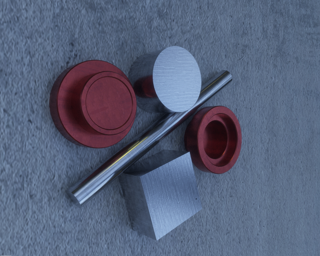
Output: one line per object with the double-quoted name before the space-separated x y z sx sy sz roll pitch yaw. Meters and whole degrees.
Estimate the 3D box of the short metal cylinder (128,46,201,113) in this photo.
"short metal cylinder" 0.007 -0.059 0.395 0.081 0.050 0.079 0 90 -40

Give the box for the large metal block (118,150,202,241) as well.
"large metal block" 0.001 0.079 0.392 0.081 0.050 0.080 -22 104 -38

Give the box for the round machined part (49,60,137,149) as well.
"round machined part" -0.065 -0.026 0.340 0.099 0.042 0.097 0 90 -40

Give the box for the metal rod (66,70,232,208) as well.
"metal rod" 0.006 -0.003 0.413 0.302 0.025 0.025 -39 114 -33

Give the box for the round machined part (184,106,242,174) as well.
"round machined part" 0.074 0.017 0.457 0.099 0.042 0.097 0 90 -40
